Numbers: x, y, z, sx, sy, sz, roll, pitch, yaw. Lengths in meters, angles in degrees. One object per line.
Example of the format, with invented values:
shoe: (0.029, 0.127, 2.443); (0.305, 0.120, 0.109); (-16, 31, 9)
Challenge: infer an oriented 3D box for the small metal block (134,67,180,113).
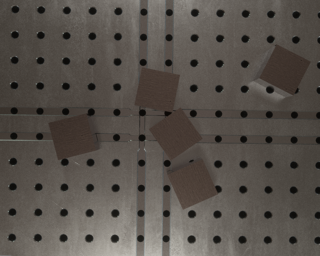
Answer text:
small metal block: (-0.004, -0.049, 0.413); (0.050, 0.025, 0.050); (11, 90, -1)

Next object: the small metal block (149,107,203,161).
small metal block: (0.020, 0.008, 0.414); (0.050, 0.025, 0.050); (-35, 90, 0)

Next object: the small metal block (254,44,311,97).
small metal block: (0.163, -0.076, 0.416); (0.050, 0.025, 0.050); (27, 90, -1)

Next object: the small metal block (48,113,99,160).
small metal block: (-0.113, 0.011, 0.412); (0.050, 0.025, 0.050); (-14, 90, -1)

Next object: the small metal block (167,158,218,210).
small metal block: (0.043, 0.073, 0.414); (0.050, 0.025, 0.050); (-24, 90, -1)
